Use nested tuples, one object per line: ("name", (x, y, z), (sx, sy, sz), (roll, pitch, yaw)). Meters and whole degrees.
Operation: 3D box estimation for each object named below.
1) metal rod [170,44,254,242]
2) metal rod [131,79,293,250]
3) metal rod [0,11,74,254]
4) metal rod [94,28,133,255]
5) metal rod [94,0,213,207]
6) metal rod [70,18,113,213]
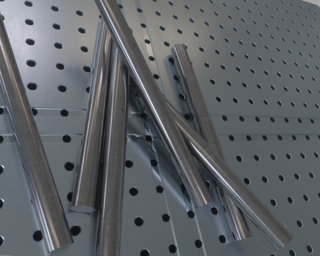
("metal rod", (0.066, 0.004, 0.440), (0.025, 0.025, 0.299), (-2, 62, -29))
("metal rod", (0.048, 0.024, 0.396), (0.025, 0.025, 0.300), (-30, 72, -38))
("metal rod", (-0.152, -0.017, 0.336), (0.025, 0.025, 0.299), (-13, 68, -33))
("metal rod", (-0.051, 0.000, 0.365), (0.025, 0.025, 0.299), (12, 61, -22))
("metal rod", (-0.012, -0.043, 0.385), (0.025, 0.025, 0.299), (-25, 88, -37))
("metal rod", (-0.077, -0.045, 0.393), (0.025, 0.025, 0.300), (14, 56, -21))
